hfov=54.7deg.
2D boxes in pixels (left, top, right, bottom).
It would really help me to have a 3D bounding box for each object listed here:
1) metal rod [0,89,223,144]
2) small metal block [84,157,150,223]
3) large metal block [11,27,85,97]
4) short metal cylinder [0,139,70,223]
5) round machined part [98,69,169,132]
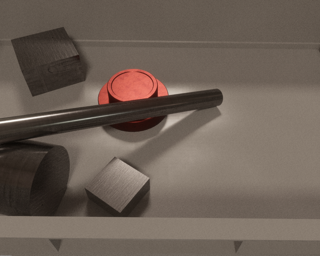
[{"bbox_3d":[-0.046,-0.019,0.367,0.303,0.025,0.025,-11,49,-31],"label":"metal rod"},{"bbox_3d":[-0.047,0.068,0.347,0.050,0.025,0.050,29,55,21],"label":"small metal block"},{"bbox_3d":[-0.170,-0.103,0.473,0.081,0.050,0.080,-21,53,-17],"label":"large metal block"},{"bbox_3d":[-0.136,0.053,0.323,0.050,0.080,0.080,10,51,8],"label":"short metal cylinder"},{"bbox_3d":[-0.037,-0.045,0.431,0.099,0.042,0.098,0,50,0],"label":"round machined part"}]
